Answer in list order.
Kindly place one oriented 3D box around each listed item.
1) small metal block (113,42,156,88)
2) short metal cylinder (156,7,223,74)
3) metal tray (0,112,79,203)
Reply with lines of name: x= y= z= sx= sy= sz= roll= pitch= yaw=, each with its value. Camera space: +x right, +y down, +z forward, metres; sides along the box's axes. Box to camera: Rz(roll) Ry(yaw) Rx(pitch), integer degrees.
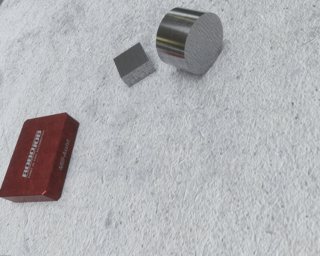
small metal block: x=-0.040 y=-0.099 z=0.486 sx=0.050 sy=0.025 sz=0.050 roll=-31 pitch=52 yaw=8
short metal cylinder: x=0.041 y=-0.119 z=0.420 sx=0.050 sy=0.080 sz=0.080 roll=28 pitch=77 yaw=37
metal tray: x=-0.180 y=0.044 z=0.468 sx=0.090 sy=0.030 sz=0.130 roll=-8 pitch=58 yaw=24
